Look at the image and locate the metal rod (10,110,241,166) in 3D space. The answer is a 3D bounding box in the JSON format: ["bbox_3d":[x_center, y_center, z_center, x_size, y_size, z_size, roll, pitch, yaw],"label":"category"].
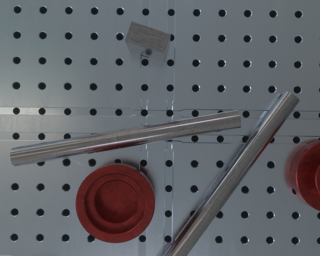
[{"bbox_3d":[-0.044,0.013,0.412,0.302,0.025,0.025,-10,90,0],"label":"metal rod"}]

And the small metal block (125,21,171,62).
[{"bbox_3d":[-0.015,-0.110,0.400,0.050,0.050,0.025,19,90,0],"label":"small metal block"}]

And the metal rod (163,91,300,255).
[{"bbox_3d":[0.087,0.079,0.413,0.025,0.025,0.299,36,90,0],"label":"metal rod"}]

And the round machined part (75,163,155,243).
[{"bbox_3d":[-0.056,0.094,0.404,0.099,0.042,0.097,0,90,0],"label":"round machined part"}]

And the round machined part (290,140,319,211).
[{"bbox_3d":[0.228,0.064,0.406,0.099,0.042,0.097,0,90,0],"label":"round machined part"}]
